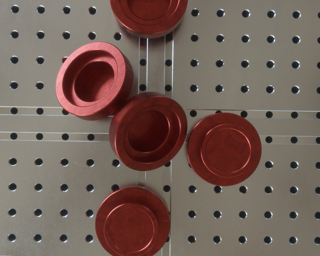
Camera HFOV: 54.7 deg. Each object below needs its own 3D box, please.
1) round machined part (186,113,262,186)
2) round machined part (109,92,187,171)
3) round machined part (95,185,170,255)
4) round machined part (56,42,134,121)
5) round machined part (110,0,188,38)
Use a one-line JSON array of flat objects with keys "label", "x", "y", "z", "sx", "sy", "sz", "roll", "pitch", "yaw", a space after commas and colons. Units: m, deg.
[{"label": "round machined part", "x": 0.085, "y": 0.028, "z": 0.406, "sx": 0.099, "sy": 0.042, "sz": 0.097, "roll": 0, "pitch": 90, "yaw": -1}, {"label": "round machined part", "x": -0.018, "y": 0.001, "z": 0.389, "sx": 0.099, "sy": 0.042, "sz": 0.097, "roll": -13, "pitch": 117, "yaw": -26}, {"label": "round machined part", "x": -0.036, "y": 0.127, "z": 0.405, "sx": 0.099, "sy": 0.042, "sz": 0.097, "roll": 0, "pitch": 90, "yaw": -1}, {"label": "round machined part", "x": -0.077, "y": -0.055, "z": 0.391, "sx": 0.098, "sy": 0.042, "sz": 0.098, "roll": -6, "pitch": 71, "yaw": 19}, {"label": "round machined part", "x": -0.014, "y": -0.165, "z": 0.405, "sx": 0.099, "sy": 0.042, "sz": 0.097, "roll": 0, "pitch": 90, "yaw": -1}]
